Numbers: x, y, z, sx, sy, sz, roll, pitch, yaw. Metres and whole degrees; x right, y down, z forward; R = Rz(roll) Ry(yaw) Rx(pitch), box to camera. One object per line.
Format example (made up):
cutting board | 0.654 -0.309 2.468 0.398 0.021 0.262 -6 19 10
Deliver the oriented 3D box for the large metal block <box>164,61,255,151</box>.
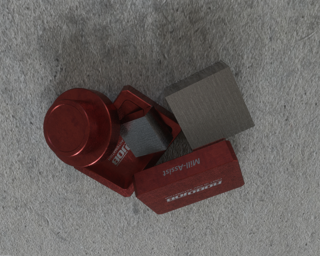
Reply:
large metal block | 0.060 -0.028 0.388 0.080 0.050 0.080 -25 108 9

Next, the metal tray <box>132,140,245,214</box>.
metal tray | 0.040 0.069 0.410 0.130 0.030 0.090 -21 145 8

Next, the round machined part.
round machined part | -0.102 0.000 0.378 0.098 0.042 0.097 1 91 24

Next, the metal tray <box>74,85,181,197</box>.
metal tray | -0.044 0.020 0.414 0.090 0.030 0.129 33 107 -12

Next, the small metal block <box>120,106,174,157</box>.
small metal block | -0.020 0.006 0.388 0.050 0.025 0.050 -17 114 36
